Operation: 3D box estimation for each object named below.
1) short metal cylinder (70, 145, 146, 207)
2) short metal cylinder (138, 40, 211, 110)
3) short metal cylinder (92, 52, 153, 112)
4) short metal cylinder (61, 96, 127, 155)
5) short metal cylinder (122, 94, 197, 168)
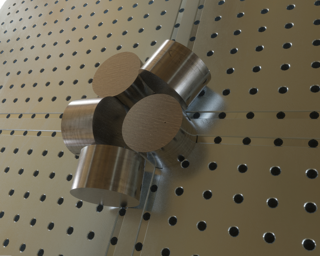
[{"bbox_3d":[-0.060,0.059,0.367,0.080,0.080,0.050,-6,60,25],"label":"short metal cylinder"},{"bbox_3d":[0.019,-0.068,0.405,0.080,0.080,0.050,32,79,38],"label":"short metal cylinder"},{"bbox_3d":[-0.052,-0.065,0.459,0.080,0.050,0.080,-14,56,22],"label":"short metal cylinder"},{"bbox_3d":[-0.086,-0.001,0.420,0.050,0.080,0.080,-2,61,27],"label":"short metal cylinder"},{"bbox_3d":[0.000,0.004,0.390,0.080,0.050,0.080,-13,57,21],"label":"short metal cylinder"}]
